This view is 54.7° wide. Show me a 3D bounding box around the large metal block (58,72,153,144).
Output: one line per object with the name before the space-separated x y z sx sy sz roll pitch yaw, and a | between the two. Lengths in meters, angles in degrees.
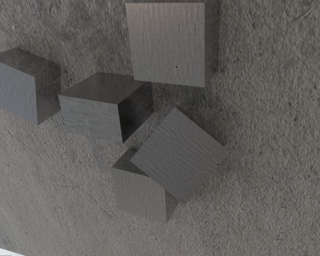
large metal block | -0.063 -0.029 0.387 0.080 0.080 0.050 11 123 22

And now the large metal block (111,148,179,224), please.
large metal block | -0.018 0.083 0.452 0.080 0.050 0.079 11 123 22

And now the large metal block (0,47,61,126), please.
large metal block | -0.196 -0.062 0.456 0.080 0.050 0.079 23 127 14

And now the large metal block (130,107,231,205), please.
large metal block | 0.024 0.030 0.374 0.080 0.050 0.080 40 96 1

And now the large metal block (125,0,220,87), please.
large metal block | 0.016 -0.093 0.325 0.080 0.050 0.079 9 123 23
